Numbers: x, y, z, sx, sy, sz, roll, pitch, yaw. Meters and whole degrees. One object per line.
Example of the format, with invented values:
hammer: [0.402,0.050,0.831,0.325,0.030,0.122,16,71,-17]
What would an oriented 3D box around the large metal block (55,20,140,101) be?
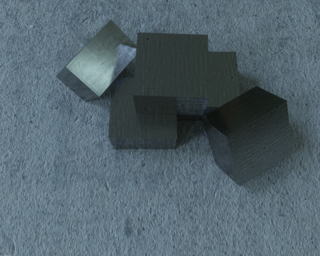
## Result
large metal block: [-0.083,-0.084,0.402,0.050,0.080,0.080,44,73,-21]

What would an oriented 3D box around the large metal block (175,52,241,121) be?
large metal block: [0.060,-0.055,0.417,0.081,0.050,0.080,0,70,0]

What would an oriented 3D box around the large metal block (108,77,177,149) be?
large metal block: [-0.020,-0.018,0.400,0.081,0.050,0.080,0,70,0]

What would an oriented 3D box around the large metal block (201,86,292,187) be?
large metal block: [0.106,0.009,0.371,0.080,0.080,0.050,-30,35,-11]

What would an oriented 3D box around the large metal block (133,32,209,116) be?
large metal block: [0.013,-0.062,0.364,0.081,0.050,0.080,2,70,0]
